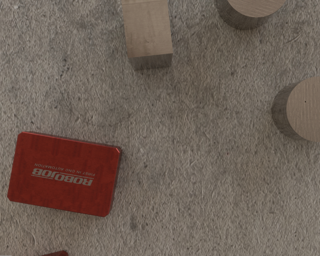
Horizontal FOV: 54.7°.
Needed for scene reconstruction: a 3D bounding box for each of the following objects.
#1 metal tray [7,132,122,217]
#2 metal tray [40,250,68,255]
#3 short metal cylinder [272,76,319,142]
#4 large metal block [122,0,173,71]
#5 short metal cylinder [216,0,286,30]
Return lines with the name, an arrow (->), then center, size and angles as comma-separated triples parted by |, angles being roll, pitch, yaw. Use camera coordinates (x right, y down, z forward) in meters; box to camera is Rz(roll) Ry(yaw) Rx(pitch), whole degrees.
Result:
metal tray -> -0.122, 0.059, 0.406 | 0.131, 0.030, 0.089 | 10, 90, 0
metal tray -> -0.155, 0.238, 0.406 | 0.091, 0.030, 0.129 | -14, 90, 0
short metal cylinder -> 0.193, -0.023, 0.399 | 0.081, 0.050, 0.079 | 0, 90, 0
large metal block -> -0.015, -0.120, 0.382 | 0.050, 0.080, 0.080 | -6, 90, 0
short metal cylinder -> 0.117, -0.173, 0.398 | 0.081, 0.050, 0.079 | 0, 90, 0
